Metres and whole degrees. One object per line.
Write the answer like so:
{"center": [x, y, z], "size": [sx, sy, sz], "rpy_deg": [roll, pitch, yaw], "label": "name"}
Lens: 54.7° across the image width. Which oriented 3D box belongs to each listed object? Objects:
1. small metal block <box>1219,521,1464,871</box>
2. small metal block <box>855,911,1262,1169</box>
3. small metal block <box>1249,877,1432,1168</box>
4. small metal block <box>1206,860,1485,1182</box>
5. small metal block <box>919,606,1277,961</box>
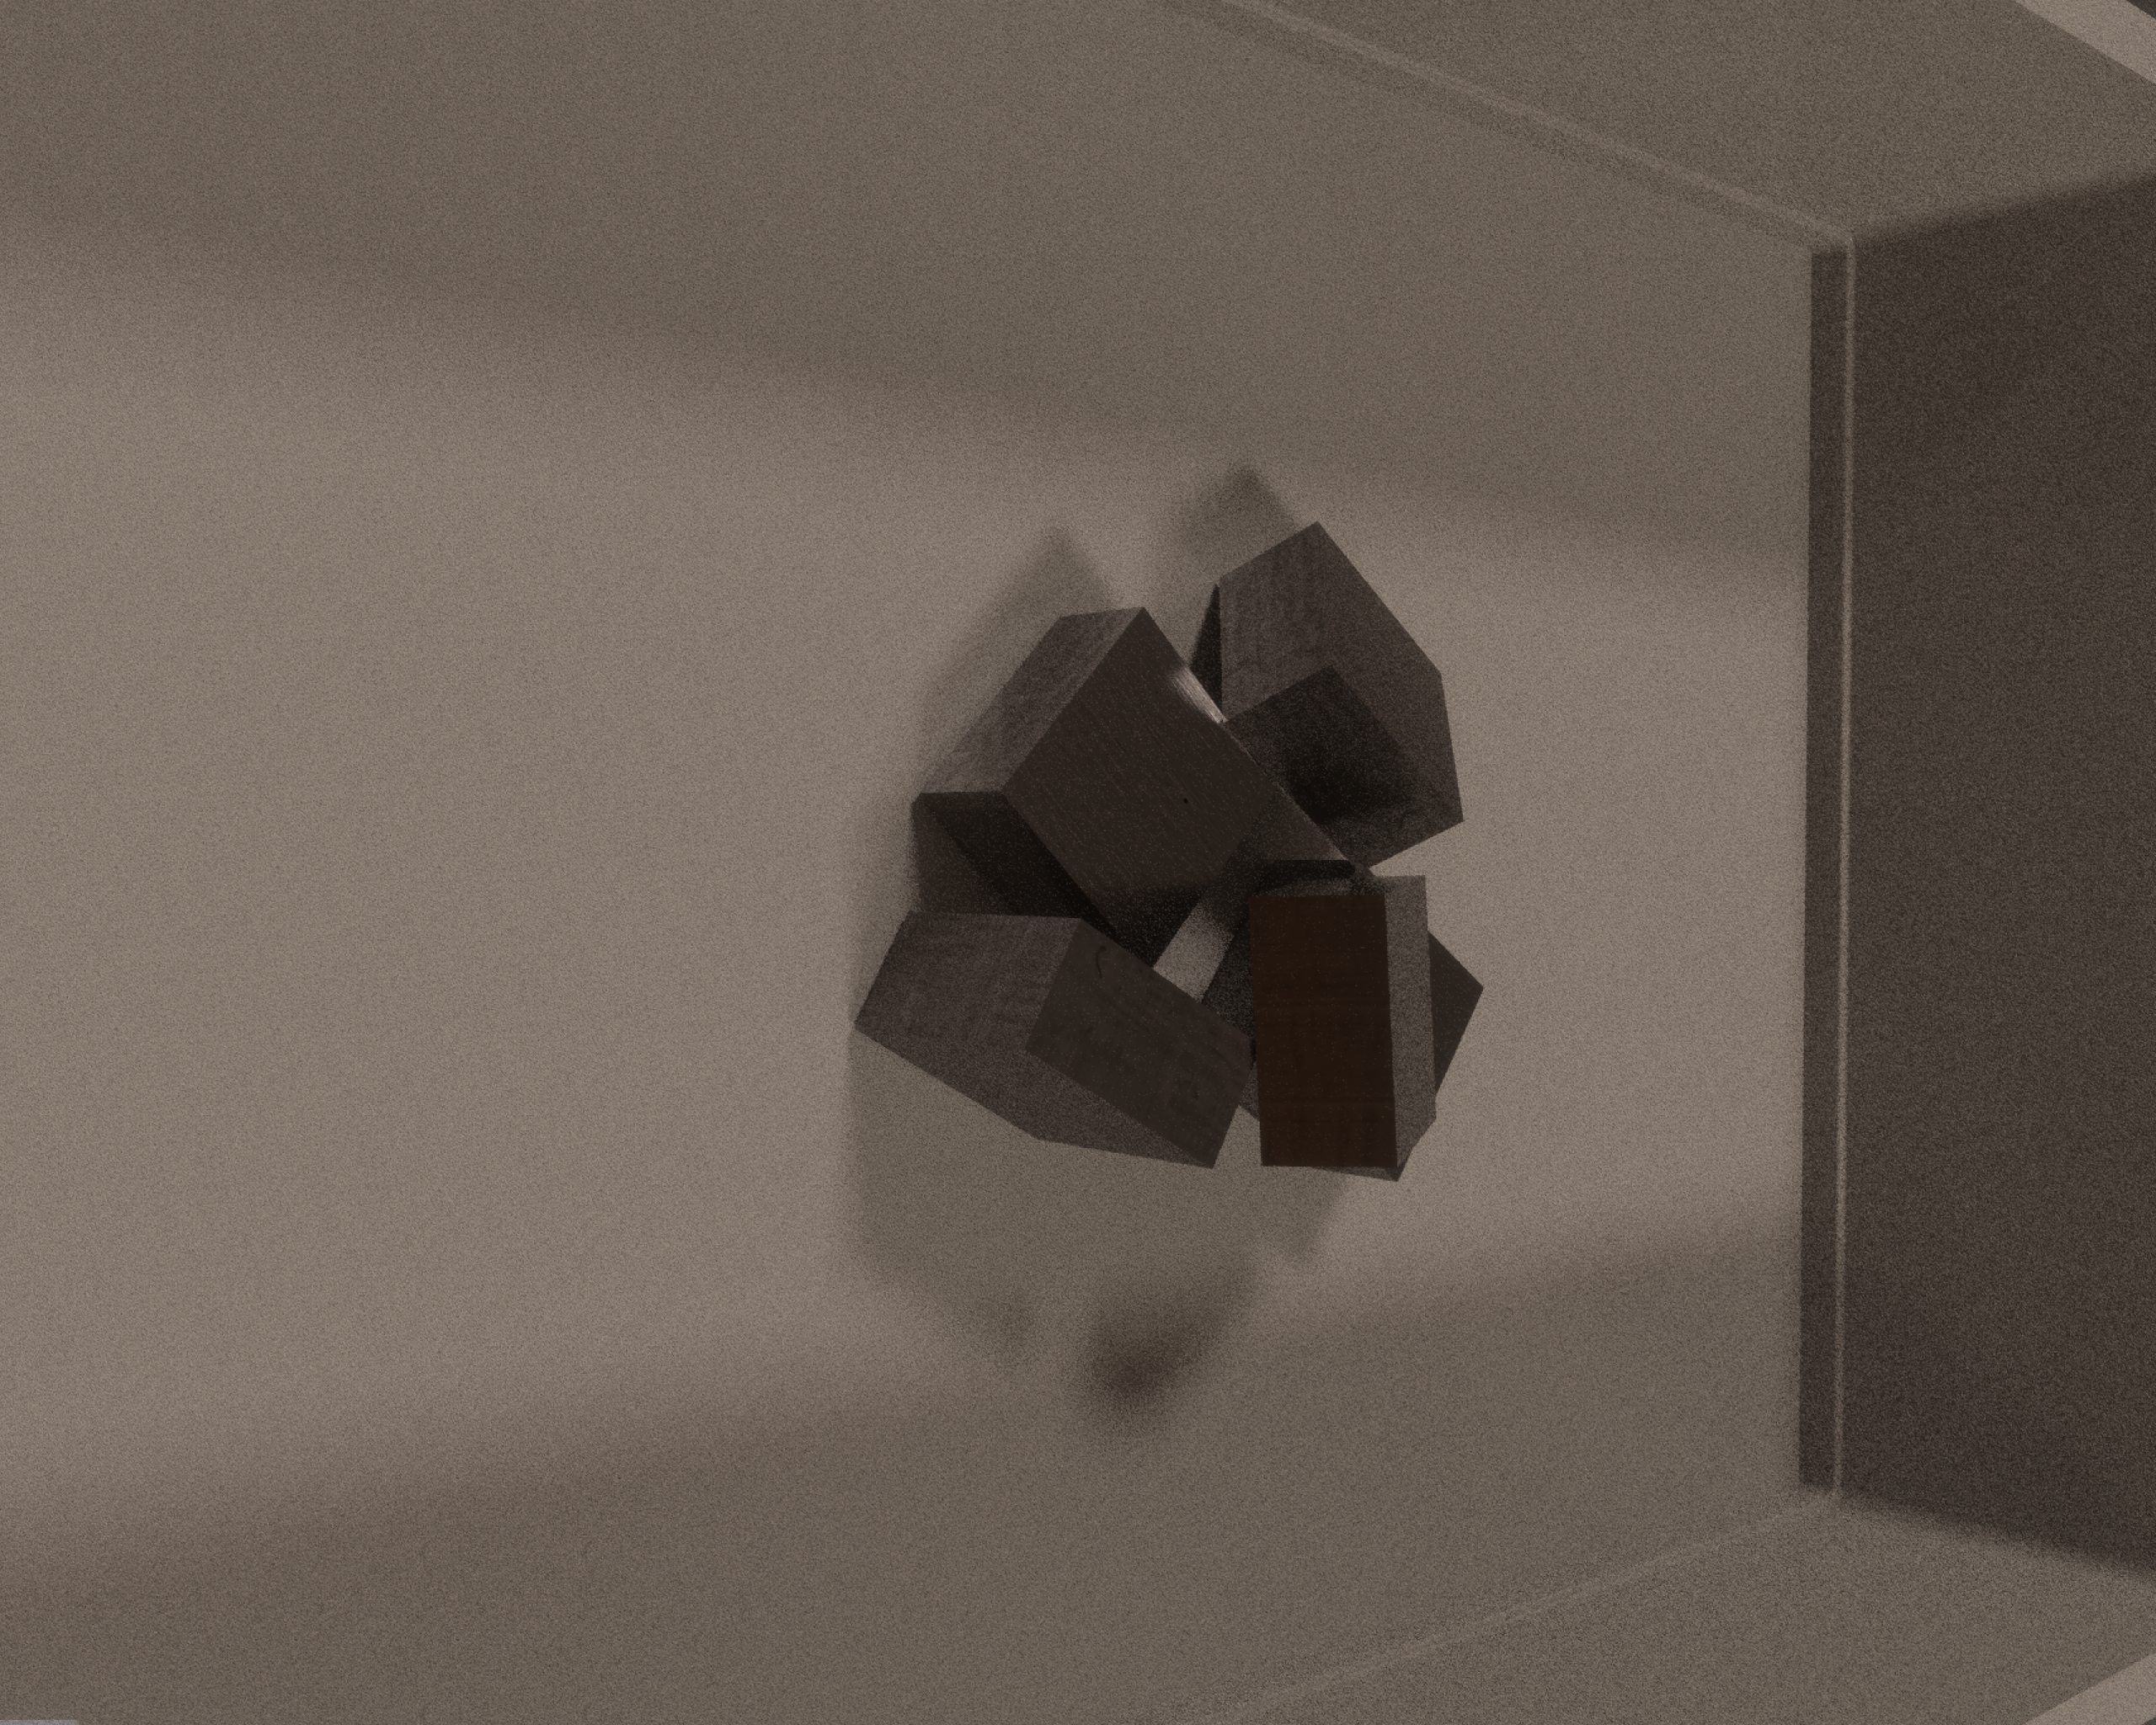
{"center": [0.055, -0.035, 0.438], "size": [0.050, 0.025, 0.050], "rpy_deg": [45, 30, -31], "label": "small metal block"}
{"center": [-0.004, 0.032, 0.386], "size": [0.050, 0.050, 0.025], "rpy_deg": [36, 68, -35], "label": "small metal block"}
{"center": [0.052, 0.029, 0.403], "size": [0.050, 0.025, 0.050], "rpy_deg": [-11, 98, -72], "label": "small metal block"}
{"center": [0.056, 0.034, 0.454], "size": [0.050, 0.025, 0.050], "rpy_deg": [43, 64, -32], "label": "small metal block"}
{"center": [0.005, -0.014, 0.410], "size": [0.050, 0.025, 0.050], "rpy_deg": [51, 60, -28], "label": "small metal block"}
